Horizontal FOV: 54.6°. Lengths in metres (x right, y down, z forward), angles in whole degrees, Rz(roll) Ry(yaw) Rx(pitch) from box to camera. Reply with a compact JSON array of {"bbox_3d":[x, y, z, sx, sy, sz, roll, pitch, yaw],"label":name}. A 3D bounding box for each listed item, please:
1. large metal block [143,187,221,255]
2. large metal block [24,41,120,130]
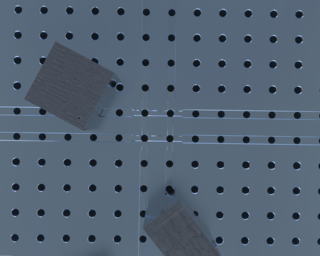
[{"bbox_3d":[0.025,0.128,0.386,0.050,0.080,0.080,-37,90,0],"label":"large metal block"},{"bbox_3d":[-0.110,-0.051,0.400,0.080,0.050,0.080,28,90,0],"label":"large metal block"}]
